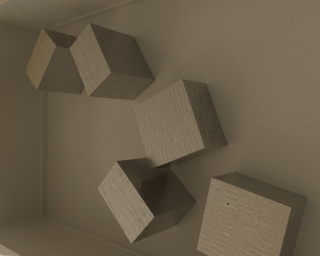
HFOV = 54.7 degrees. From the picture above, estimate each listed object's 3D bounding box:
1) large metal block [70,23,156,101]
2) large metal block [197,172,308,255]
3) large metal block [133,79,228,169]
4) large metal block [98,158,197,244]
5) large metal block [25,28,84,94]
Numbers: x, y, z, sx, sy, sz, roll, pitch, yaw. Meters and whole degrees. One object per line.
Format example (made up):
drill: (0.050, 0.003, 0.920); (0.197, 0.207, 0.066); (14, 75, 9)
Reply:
large metal block: (-0.064, -0.087, 0.424); (0.050, 0.081, 0.080); (-38, 67, 33)
large metal block: (0.092, 0.098, 0.315); (0.080, 0.050, 0.079); (17, 101, 38)
large metal block: (0.023, -0.002, 0.372); (0.080, 0.050, 0.080); (-27, 73, 37)
large metal block: (-0.015, 0.084, 0.384); (0.080, 0.081, 0.050); (50, 120, 28)
large metal block: (-0.157, -0.104, 0.501); (0.050, 0.081, 0.080); (50, 119, 28)
